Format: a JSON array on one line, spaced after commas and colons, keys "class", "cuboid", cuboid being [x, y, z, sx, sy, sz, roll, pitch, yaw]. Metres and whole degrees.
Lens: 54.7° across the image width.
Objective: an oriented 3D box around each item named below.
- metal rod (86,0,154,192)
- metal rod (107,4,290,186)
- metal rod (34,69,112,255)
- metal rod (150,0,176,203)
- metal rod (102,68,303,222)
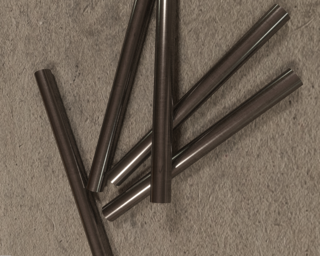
[{"class": "metal rod", "cuboid": [-0.053, -0.057, 0.426, 0.025, 0.025, 0.298, 17, 96, 19]}, {"class": "metal rod", "cuboid": [0.039, -0.032, 0.394, 0.299, 0.025, 0.025, -45, 76, 14]}, {"class": "metal rod", "cuboid": [-0.127, 0.055, 0.452, 0.025, 0.025, 0.299, -22, 83, 18]}, {"class": "metal rod", "cuboid": [0.005, -0.060, 0.386, 0.025, 0.025, 0.298, -1, 82, 19]}, {"class": "metal rod", "cuboid": [0.042, 0.030, 0.393, 0.300, 0.025, 0.025, -38, 78, 15]}]
